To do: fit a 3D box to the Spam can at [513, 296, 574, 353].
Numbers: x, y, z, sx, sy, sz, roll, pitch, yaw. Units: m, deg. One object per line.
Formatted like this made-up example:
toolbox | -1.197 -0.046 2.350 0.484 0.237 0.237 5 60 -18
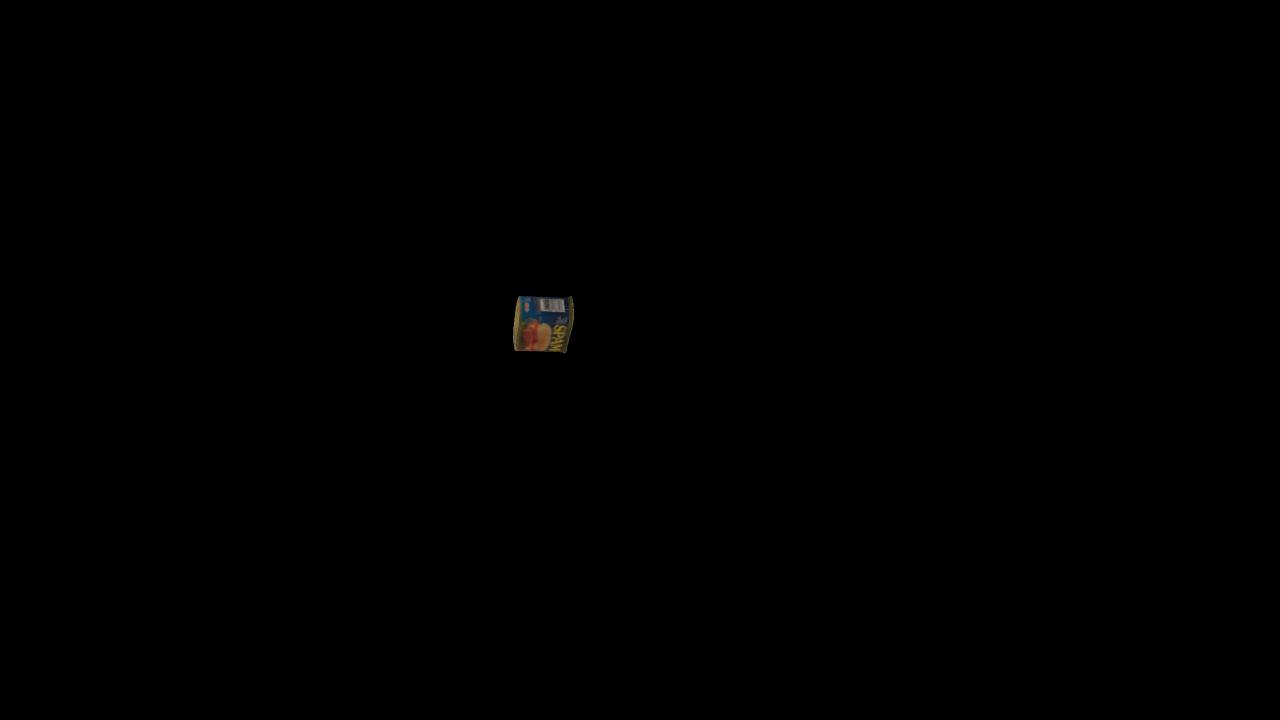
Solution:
Spam can | -0.156 -0.057 0.985 0.085 0.058 0.101 2 -37 -17
